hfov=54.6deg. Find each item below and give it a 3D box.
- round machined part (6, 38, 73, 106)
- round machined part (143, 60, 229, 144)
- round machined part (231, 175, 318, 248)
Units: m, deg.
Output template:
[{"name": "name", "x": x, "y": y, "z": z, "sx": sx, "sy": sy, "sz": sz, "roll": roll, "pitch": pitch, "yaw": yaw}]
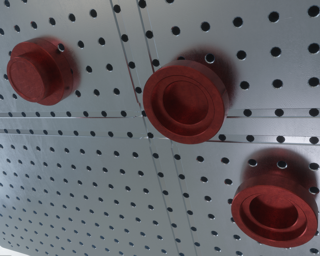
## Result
[{"name": "round machined part", "x": -0.180, "y": -0.076, "z": 0.449, "sx": 0.098, "sy": 0.042, "sz": 0.097, "roll": 13, "pitch": 124, "yaw": 21}, {"name": "round machined part", "x": 0.033, "y": -0.033, "z": 0.363, "sx": 0.098, "sy": 0.042, "sz": 0.097, "roll": 13, "pitch": 124, "yaw": 21}, {"name": "round machined part", "x": 0.142, "y": 0.097, "z": 0.386, "sx": 0.098, "sy": 0.042, "sz": 0.097, "roll": 13, "pitch": 124, "yaw": 21}]
